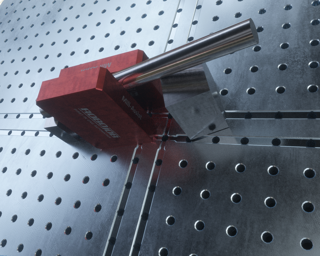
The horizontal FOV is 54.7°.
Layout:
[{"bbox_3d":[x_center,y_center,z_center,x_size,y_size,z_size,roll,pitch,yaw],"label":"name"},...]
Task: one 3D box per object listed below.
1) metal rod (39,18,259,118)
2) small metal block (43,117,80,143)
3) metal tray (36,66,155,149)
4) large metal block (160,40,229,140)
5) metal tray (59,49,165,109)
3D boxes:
[{"bbox_3d":[-0.037,-0.058,0.365,0.300,0.025,0.025,-14,56,31],"label":"metal rod"},{"bbox_3d":[-0.144,-0.012,0.472,0.025,0.050,0.050,-8,58,24],"label":"small metal block"},{"bbox_3d":[-0.074,-0.018,0.389,0.090,0.130,0.030,-9,59,23],"label":"metal tray"},{"bbox_3d":[0.040,-0.044,0.377,0.050,0.080,0.080,-20,54,16],"label":"large metal block"},{"bbox_3d":[-0.064,-0.056,0.432,0.130,0.090,0.030,-8,59,23],"label":"metal tray"}]
